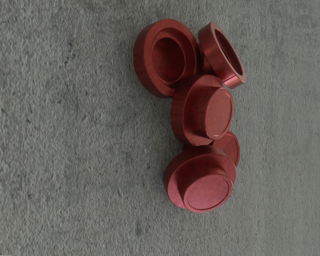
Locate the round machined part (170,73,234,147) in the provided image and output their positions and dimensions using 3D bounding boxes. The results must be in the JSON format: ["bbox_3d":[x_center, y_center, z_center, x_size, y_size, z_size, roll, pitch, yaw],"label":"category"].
[{"bbox_3d":[0.061,-0.021,0.406,0.099,0.042,0.097,-17,113,-45],"label":"round machined part"}]

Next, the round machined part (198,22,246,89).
[{"bbox_3d":[0.082,-0.099,0.448,0.098,0.042,0.098,40,35,-35],"label":"round machined part"}]

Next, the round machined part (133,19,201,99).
[{"bbox_3d":[0.005,-0.086,0.401,0.099,0.042,0.097,0,90,-40],"label":"round machined part"}]

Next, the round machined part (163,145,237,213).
[{"bbox_3d":[0.057,0.074,0.412,0.099,0.042,0.097,-8,124,-12],"label":"round machined part"}]

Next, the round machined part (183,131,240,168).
[{"bbox_3d":[0.084,0.037,0.468,0.099,0.042,0.097,0,90,-40],"label":"round machined part"}]
